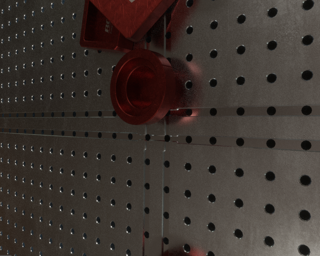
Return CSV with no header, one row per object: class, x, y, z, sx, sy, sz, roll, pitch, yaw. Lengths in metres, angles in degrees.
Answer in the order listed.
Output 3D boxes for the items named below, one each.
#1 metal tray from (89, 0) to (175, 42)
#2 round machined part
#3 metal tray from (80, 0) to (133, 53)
metal tray,-0.050,-0.191,0.407,0.090,0.030,0.130,-45,81,16
round machined part,-0.018,-0.053,0.411,0.098,0.042,0.097,0,90,39
metal tray,-0.074,-0.182,0.464,0.090,0.030,0.129,16,100,38
